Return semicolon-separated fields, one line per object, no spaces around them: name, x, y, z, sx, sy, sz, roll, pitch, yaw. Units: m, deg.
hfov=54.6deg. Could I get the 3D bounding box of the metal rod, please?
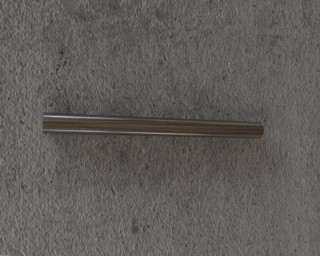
metal rod;0.006;-0.001;0.412;0.302;0.025;0.025;2;90;-20
